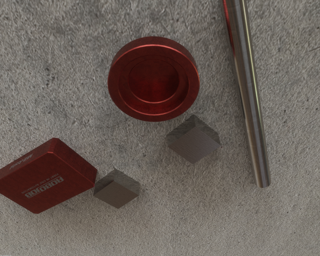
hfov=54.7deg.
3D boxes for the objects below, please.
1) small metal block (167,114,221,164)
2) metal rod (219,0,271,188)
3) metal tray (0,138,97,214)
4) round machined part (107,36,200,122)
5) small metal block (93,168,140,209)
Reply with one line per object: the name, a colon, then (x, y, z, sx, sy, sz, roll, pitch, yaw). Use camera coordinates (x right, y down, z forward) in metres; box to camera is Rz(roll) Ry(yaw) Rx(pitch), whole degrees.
small metal block: (0.046, 0.016, 0.422, 0.050, 0.025, 0.050, 36, 121, -27)
metal rod: (0.113, -0.025, 0.387, 0.025, 0.025, 0.299, -14, 129, 11)
metal tray: (-0.173, 0.076, 0.466, 0.130, 0.030, 0.090, -28, 125, 21)
round machined part: (-0.007, -0.057, 0.347, 0.099, 0.042, 0.097, -1, 130, 0)
small metal block: (-0.068, 0.097, 0.489, 0.050, 0.025, 0.050, 37, 121, -28)
